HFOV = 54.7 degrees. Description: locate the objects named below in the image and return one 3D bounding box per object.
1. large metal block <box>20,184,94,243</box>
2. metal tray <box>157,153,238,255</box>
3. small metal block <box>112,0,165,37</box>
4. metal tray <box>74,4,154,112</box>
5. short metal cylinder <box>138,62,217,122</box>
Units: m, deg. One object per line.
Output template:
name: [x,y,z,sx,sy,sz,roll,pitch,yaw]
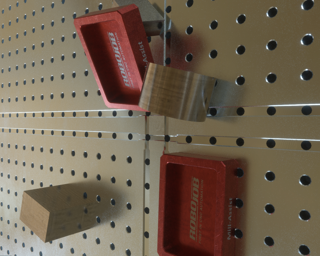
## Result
large metal block: [-0.170,0.136,0.511,0.080,0.081,0.050,20,103,38]
metal tray: [0.042,0.098,0.369,0.090,0.030,0.129,3,92,39]
small metal block: [-0.030,-0.147,0.412,0.050,0.050,0.025,56,144,25]
metal tray: [-0.052,-0.087,0.406,0.090,0.030,0.129,8,127,39]
short metal cylinder: [0.019,-0.042,0.356,0.080,0.081,0.050,22,104,37]
